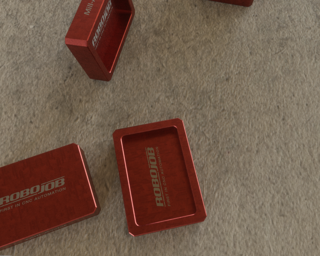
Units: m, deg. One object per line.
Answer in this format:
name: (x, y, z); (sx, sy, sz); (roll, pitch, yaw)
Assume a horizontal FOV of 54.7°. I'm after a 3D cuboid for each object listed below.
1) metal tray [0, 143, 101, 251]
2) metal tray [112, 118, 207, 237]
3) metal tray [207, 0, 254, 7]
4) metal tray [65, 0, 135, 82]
metal tray: (-0.148, 0.082, 0.374); (0.131, 0.030, 0.090); (-19, 71, -7)
metal tray: (-0.003, 0.059, 0.383); (0.091, 0.030, 0.129); (-11, 70, -5)
metal tray: (0.114, -0.264, 0.503); (0.090, 0.030, 0.130); (11, 70, 3)
metal tray: (-0.076, -0.141, 0.422); (0.030, 0.090, 0.130); (11, 70, 14)
